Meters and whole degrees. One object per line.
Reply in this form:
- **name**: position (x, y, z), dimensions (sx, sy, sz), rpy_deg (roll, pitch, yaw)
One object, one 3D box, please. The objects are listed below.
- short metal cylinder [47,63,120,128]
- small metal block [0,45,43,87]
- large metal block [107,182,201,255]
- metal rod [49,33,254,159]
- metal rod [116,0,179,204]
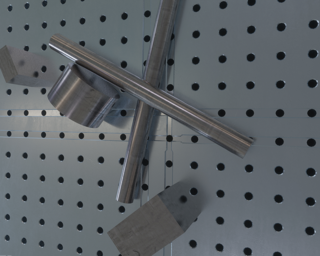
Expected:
- **short metal cylinder**: position (-0.102, -0.044, 0.419), dimensions (0.080, 0.080, 0.050), rpy_deg (41, 103, 15)
- **small metal block**: position (-0.216, -0.094, 0.475), dimensions (0.025, 0.050, 0.050), rpy_deg (-29, 81, 18)
- **large metal block**: position (-0.004, 0.117, 0.385), dimensions (0.080, 0.080, 0.050), rpy_deg (-40, 78, 15)
- **metal rod**: position (-0.024, -0.049, 0.393), dimensions (0.300, 0.025, 0.025), rpy_deg (31, 100, 18)
- **metal rod**: position (-0.016, -0.045, 0.417), dimensions (0.025, 0.025, 0.298), rpy_deg (15, 95, 19)
